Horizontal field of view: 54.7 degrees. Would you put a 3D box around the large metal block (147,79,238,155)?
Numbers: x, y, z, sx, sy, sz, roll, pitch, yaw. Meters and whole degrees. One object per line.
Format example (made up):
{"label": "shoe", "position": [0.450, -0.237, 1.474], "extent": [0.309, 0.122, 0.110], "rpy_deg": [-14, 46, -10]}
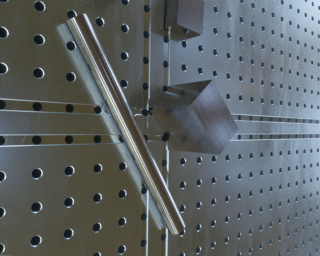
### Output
{"label": "large metal block", "position": [0.044, -0.013, 0.412], "extent": [0.050, 0.080, 0.080], "rpy_deg": [-49, 119, -29]}

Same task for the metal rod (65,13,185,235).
{"label": "metal rod", "position": [-0.034, 0.010, 0.382], "extent": [0.025, 0.025, 0.299], "rpy_deg": [-37, 113, -34]}

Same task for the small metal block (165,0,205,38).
{"label": "small metal block", "position": [0.036, -0.161, 0.441], "extent": [0.050, 0.025, 0.050], "rpy_deg": [8, 85, -40]}
